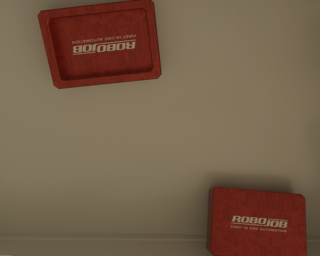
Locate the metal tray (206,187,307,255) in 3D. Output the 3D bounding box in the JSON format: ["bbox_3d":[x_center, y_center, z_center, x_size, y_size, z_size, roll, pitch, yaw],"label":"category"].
[{"bbox_3d":[0.134,0.134,0.435,0.131,0.030,0.090,6,76,-2],"label":"metal tray"}]

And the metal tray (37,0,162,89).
[{"bbox_3d":[-0.067,-0.100,0.371,0.131,0.030,0.089,-6,110,2],"label":"metal tray"}]
